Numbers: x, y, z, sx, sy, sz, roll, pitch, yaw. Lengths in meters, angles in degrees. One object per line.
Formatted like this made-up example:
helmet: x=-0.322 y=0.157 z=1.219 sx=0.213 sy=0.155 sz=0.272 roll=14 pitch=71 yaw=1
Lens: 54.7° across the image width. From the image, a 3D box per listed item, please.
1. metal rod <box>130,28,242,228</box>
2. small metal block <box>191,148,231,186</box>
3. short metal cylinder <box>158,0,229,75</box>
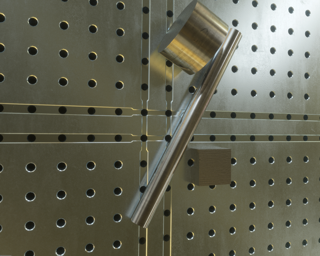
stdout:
metal rod: x=0.040 y=-0.007 z=0.427 sx=0.025 sy=0.025 sz=0.299 roll=30 pitch=80 yaw=-18
small metal block: x=0.072 y=0.054 z=0.439 sx=0.050 sy=0.025 sz=0.050 roll=0 pitch=90 yaw=-20
short metal cylinder: x=0.041 y=-0.116 z=0.398 sx=0.050 sy=0.080 sz=0.080 roll=33 pitch=79 yaw=-17
